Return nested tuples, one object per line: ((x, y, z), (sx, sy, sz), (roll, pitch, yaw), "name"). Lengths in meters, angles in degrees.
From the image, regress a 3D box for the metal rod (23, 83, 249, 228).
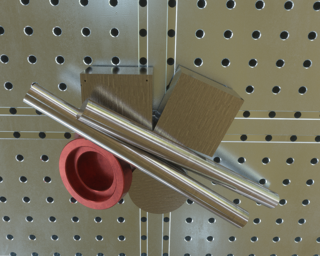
((-0.017, 0.040, 0.369), (0.301, 0.025, 0.025), (32, 107, -13), "metal rod")

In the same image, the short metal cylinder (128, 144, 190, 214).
((-0.001, 0.068, 0.420), (0.081, 0.050, 0.079), (0, 110, 0), "short metal cylinder")

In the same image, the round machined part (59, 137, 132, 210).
((-0.080, 0.053, 0.407), (0.098, 0.042, 0.097), (7, 108, 22), "round machined part")

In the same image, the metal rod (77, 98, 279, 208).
((0.041, 0.042, 0.385), (0.301, 0.025, 0.025), (27, 108, -25), "metal rod")

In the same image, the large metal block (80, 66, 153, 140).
((-0.049, -0.031, 0.381), (0.081, 0.050, 0.079), (1, 110, -1), "large metal block")

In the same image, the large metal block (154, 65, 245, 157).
((0.044, -0.022, 0.387), (0.080, 0.050, 0.080), (23, 108, -9), "large metal block")
